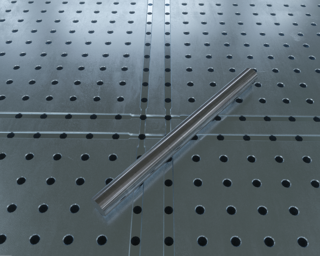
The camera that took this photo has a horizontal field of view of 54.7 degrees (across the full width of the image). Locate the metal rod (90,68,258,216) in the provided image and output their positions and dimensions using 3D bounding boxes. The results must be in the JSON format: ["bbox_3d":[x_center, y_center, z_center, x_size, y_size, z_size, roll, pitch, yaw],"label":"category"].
[{"bbox_3d":[0.036,0.002,0.406,0.025,0.025,0.302,36,58,26],"label":"metal rod"}]
